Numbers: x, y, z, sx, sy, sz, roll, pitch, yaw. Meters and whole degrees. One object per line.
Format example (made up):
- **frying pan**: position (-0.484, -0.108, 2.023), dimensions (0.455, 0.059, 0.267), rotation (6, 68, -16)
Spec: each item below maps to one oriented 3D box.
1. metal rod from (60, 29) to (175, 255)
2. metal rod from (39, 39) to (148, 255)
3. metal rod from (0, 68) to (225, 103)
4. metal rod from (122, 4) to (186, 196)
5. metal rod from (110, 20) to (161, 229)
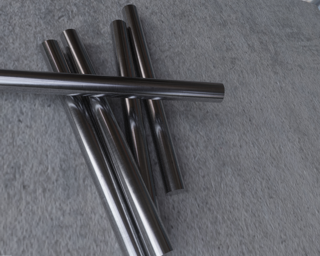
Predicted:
- **metal rod**: position (-0.059, 0.000, 0.356), dimensions (0.025, 0.025, 0.299), rotation (-11, 62, -33)
- **metal rod**: position (-0.076, 0.025, 0.348), dimensions (0.025, 0.025, 0.299), rotation (-15, 69, -34)
- **metal rod**: position (-0.073, -0.048, 0.351), dimensions (0.302, 0.025, 0.025), rotation (2, 60, -12)
- **metal rod**: position (-0.015, -0.055, 0.430), dimensions (0.025, 0.025, 0.299), rotation (0, 62, -29)
- **metal rod**: position (-0.036, -0.021, 0.398), dimensions (0.025, 0.025, 0.299), rotation (3, 60, -27)
